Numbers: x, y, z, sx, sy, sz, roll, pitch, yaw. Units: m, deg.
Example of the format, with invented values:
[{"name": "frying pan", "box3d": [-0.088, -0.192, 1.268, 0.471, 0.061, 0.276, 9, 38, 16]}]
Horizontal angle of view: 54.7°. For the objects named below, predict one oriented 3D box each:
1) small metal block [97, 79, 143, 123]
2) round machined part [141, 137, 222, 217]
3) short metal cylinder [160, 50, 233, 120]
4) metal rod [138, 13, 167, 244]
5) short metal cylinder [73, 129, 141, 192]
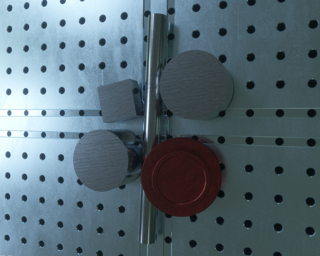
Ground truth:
[{"name": "small metal block", "box3d": [-0.054, -0.036, 0.427, 0.050, 0.025, 0.050, -12, 86, 19]}, {"name": "round machined part", "box3d": [0.026, 0.060, 0.377, 0.099, 0.042, 0.097, 0, 89, 3]}, {"name": "short metal cylinder", "box3d": [0.046, -0.050, 0.378, 0.080, 0.050, 0.079, 0, 90, 20]}, {"name": "metal rod", "box3d": [-0.010, 0.002, 0.412, 0.025, 0.025, 0.298, 3, 91, 20]}, {"name": "short metal cylinder", "box3d": [-0.068, 0.042, 0.419, 0.080, 0.050, 0.079, 0, 90, 20]}]
